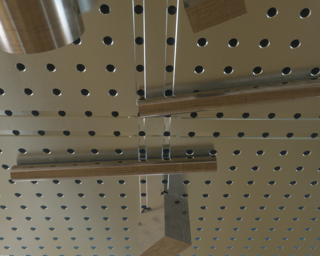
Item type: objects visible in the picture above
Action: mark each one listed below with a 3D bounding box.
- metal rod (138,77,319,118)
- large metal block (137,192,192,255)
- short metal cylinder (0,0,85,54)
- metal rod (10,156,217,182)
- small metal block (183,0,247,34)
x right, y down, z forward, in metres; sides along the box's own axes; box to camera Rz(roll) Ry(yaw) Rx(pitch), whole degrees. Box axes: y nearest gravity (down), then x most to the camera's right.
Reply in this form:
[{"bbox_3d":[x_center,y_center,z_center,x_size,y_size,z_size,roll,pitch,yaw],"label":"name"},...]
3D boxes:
[{"bbox_3d":[0.124,-0.041,0.378,0.302,0.025,0.025,-6,130,5],"label":"metal rod"},{"bbox_3d":[0.006,0.170,0.520,0.050,0.080,0.080,27,125,-21],"label":"large metal block"},{"bbox_3d":[-0.115,-0.108,0.281,0.080,0.080,0.050,-4,130,2],"label":"short metal cylinder"},{"bbox_3d":[-0.068,0.061,0.462,0.302,0.025,0.025,-3,130,2],"label":"metal rod"},{"bbox_3d":[0.050,-0.120,0.294,0.050,0.050,0.025,-18,128,14],"label":"small metal block"}]
